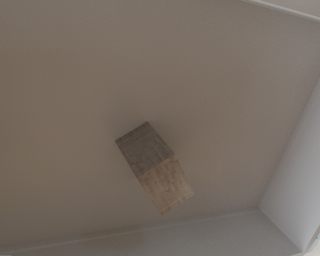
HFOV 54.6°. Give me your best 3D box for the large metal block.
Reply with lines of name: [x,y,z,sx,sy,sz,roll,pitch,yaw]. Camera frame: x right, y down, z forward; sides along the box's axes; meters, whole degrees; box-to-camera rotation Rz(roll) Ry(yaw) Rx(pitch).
large metal block: [-0.007,0.051,0.400,0.050,0.080,0.080,-32,129,-8]
